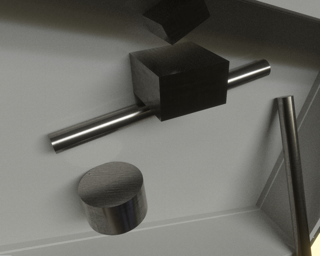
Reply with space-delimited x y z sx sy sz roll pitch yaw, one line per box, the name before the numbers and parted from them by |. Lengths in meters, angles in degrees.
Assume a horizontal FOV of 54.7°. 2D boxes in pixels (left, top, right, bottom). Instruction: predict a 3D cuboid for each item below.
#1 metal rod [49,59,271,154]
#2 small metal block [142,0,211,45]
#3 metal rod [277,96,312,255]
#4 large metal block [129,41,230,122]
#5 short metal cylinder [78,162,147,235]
metal rod | 0.013 -0.034 0.396 0.302 0.025 0.025 -21 127 -16
small metal block | 0.016 -0.119 0.329 0.050 0.050 0.025 -38 130 -3
metal rod | 0.224 0.096 0.512 0.025 0.025 0.298 -13 98 -22
large metal block | 0.020 -0.057 0.350 0.081 0.080 0.050 -16 125 -20
short metal cylinder | -0.059 0.088 0.397 0.081 0.080 0.050 -19 126 -18
